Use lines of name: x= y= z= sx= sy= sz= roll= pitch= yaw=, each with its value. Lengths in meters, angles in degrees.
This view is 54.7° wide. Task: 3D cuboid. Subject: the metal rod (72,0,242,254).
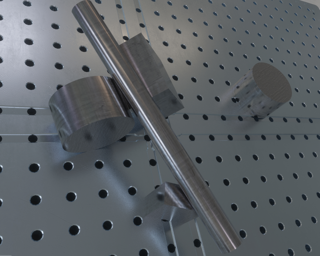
metal rod: x=-0.006 y=-0.006 z=0.328 sx=0.025 sy=0.025 sz=0.299 roll=-29 pitch=84 yaw=-37

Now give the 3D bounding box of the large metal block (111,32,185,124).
large metal block: x=-0.017 y=-0.058 z=0.392 sx=0.080 sy=0.050 sz=0.080 roll=65 pitch=10 yaw=18

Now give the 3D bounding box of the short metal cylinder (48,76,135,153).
short metal cylinder: x=-0.074 y=-0.013 z=0.341 sx=0.081 sy=0.080 sz=0.050 roll=-12 pitch=68 yaw=-33

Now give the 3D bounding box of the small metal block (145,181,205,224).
small metal block: x=0.017 y=0.086 z=0.349 sx=0.050 sy=0.050 sz=0.025 roll=17 pitch=55 yaw=-19

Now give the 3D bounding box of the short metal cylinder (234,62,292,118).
short metal cylinder: x=0.173 y=-0.064 z=0.525 sx=0.081 sy=0.050 sz=0.080 roll=14 pitch=56 yaw=-21
